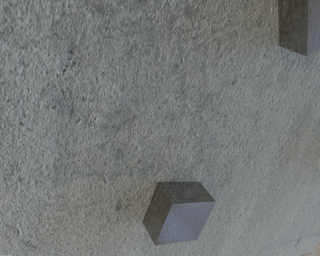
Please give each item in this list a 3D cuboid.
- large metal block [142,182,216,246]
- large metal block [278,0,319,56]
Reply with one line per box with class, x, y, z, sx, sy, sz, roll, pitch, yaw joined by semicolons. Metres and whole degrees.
large metal block;0.029;0.132;0.488;0.081;0.050;0.079;6;116;-31
large metal block;0.206;-0.153;0.408;0.080;0.050;0.080;-28;128;-11
